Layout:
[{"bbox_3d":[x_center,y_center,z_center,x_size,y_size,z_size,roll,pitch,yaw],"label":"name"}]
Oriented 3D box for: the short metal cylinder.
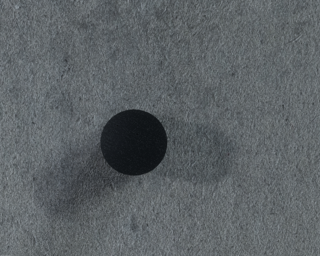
[{"bbox_3d":[-0.031,0.017,0.397,0.080,0.050,0.080,0,90,0],"label":"short metal cylinder"}]
